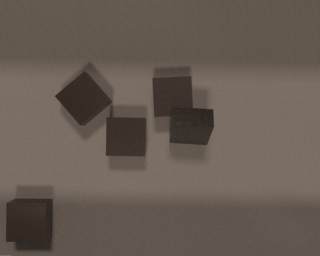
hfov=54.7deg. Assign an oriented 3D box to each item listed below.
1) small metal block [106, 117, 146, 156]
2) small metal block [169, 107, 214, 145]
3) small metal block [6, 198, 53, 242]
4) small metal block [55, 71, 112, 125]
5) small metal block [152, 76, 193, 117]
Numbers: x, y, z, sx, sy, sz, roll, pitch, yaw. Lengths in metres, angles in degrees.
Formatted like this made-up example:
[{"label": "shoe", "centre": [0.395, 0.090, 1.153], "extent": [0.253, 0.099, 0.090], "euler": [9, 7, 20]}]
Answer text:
[{"label": "small metal block", "centre": [-0.044, 0.011, 0.411], "extent": [0.050, 0.025, 0.050], "euler": [1, 90, -1]}, {"label": "small metal block", "centre": [0.039, -0.002, 0.397], "extent": [0.050, 0.050, 0.025], "euler": [4, 61, -1]}, {"label": "small metal block", "centre": [-0.172, 0.121, 0.409], "extent": [0.050, 0.025, 0.050], "euler": [1, 90, -1]}, {"label": "small metal block", "centre": [-0.100, -0.038, 0.410], "extent": [0.050, 0.025, 0.050], "euler": [-41, 91, 0]}, {"label": "small metal block", "centre": [0.017, -0.041, 0.412], "extent": [0.050, 0.025, 0.050], "euler": [-3, 90, -1]}]
